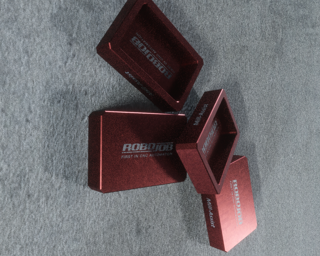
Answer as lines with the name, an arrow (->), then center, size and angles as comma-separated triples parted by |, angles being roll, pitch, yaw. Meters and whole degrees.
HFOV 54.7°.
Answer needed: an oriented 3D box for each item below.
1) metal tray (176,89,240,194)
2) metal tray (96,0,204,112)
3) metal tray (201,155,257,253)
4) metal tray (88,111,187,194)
metal tray -> 0.073, 0.016, 0.436 | 0.090, 0.030, 0.130 | 63, 39, -29
metal tray -> -0.006, -0.092, 0.397 | 0.130, 0.030, 0.090 | 40, 65, -33
metal tray -> 0.111, 0.117, 0.498 | 0.091, 0.030, 0.129 | -18, 102, -39
metal tray -> -0.023, 0.026, 0.384 | 0.131, 0.030, 0.089 | 0, 90, -40
